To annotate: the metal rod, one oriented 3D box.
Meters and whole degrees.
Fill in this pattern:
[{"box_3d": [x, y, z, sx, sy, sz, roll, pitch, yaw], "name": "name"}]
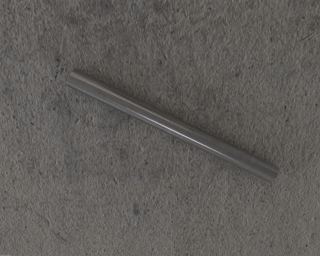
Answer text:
[{"box_3d": [0.024, 0.001, 0.409, 0.301, 0.025, 0.025, 26, 108, -9], "name": "metal rod"}]
